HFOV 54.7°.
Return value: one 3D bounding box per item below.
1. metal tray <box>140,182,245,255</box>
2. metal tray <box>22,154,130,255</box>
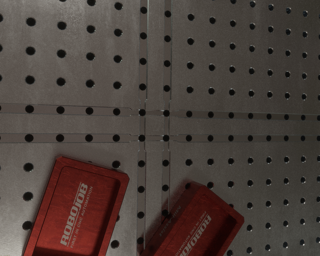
[{"bbox_3d":[0.047,0.153,0.428,0.090,0.030,0.130,41,77,-16],"label":"metal tray"},{"bbox_3d":[-0.100,0.106,0.373,0.091,0.030,0.129,19,83,-20],"label":"metal tray"}]
